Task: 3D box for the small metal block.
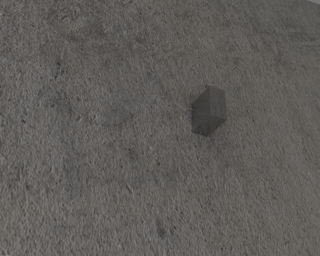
[{"bbox_3d":[0.068,-0.023,0.438,0.025,0.050,0.050,17,55,-19],"label":"small metal block"}]
